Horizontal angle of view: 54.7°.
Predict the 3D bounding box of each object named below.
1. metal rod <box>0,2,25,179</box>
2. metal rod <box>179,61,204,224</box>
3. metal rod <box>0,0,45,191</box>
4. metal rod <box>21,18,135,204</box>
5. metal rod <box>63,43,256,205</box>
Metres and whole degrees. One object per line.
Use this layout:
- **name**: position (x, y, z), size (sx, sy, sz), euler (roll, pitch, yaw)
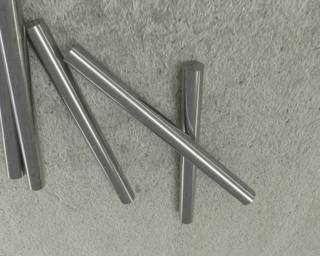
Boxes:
- **metal rod**: position (-0.181, -0.044, 0.367), size (0.025, 0.025, 0.298), euler (10, 130, -9)
- **metal rod**: position (0.041, 0.044, 0.444), size (0.025, 0.025, 0.298), euler (-1, 130, 1)
- **metal rod**: position (-0.163, -0.017, 0.375), size (0.025, 0.025, 0.298), euler (8, 135, -7)
- **metal rod**: position (-0.091, 0.004, 0.409), size (0.025, 0.025, 0.299), euler (-12, 130, 9)
- **metal rod**: position (0.013, 0.007, 0.385), size (0.301, 0.025, 0.025), euler (39, 120, -19)
